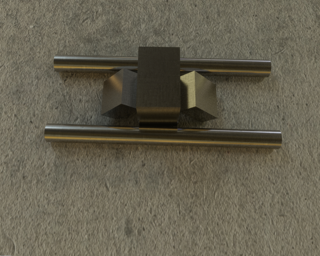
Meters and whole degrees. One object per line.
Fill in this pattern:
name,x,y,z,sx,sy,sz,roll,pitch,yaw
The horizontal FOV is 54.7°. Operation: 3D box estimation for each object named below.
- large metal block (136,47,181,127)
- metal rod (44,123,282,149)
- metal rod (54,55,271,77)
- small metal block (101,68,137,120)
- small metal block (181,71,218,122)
large metal block,-0.002,-0.048,0.400,0.050,0.080,0.080,1,70,0
metal rod,0.004,0.011,0.405,0.302,0.025,0.025,2,70,0
metal rod,0.004,-0.088,0.442,0.302,0.025,0.025,1,70,0
small metal block,-0.053,-0.044,0.410,0.025,0.050,0.050,16,65,-37
small metal block,0.051,-0.040,0.410,0.025,0.050,0.050,-17,64,39
